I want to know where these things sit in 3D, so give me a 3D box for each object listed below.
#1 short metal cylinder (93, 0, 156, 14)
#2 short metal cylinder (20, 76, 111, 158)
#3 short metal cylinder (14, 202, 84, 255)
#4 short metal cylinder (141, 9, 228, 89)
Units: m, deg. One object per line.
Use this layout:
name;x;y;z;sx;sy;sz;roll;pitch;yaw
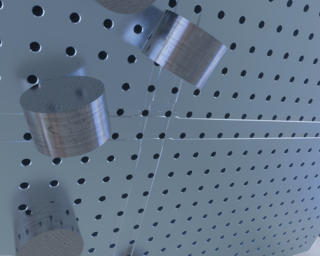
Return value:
short metal cylinder;-0.038;-0.150;0.282;0.081;0.050;0.079;-14;124;-21
short metal cylinder;-0.093;-0.014;0.317;0.081;0.080;0.050;-17;125;-19
short metal cylinder;-0.146;0.145;0.406;0.081;0.050;0.079;-14;125;-21
short metal cylinder;0.026;-0.085;0.339;0.080;0.080;0.050;22;106;-37
